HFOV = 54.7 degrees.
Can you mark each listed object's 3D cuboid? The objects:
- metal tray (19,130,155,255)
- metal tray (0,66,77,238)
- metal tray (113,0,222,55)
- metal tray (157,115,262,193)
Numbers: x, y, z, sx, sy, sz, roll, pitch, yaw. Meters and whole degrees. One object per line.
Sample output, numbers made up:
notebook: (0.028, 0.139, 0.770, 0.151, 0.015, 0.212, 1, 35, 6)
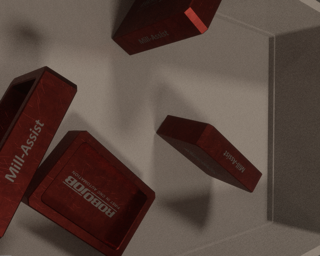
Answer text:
metal tray: (-0.073, 0.075, 0.343, 0.130, 0.030, 0.090, 48, 62, -30)
metal tray: (-0.127, 0.016, 0.258, 0.030, 0.090, 0.130, 34, 69, -35)
metal tray: (0.010, -0.136, 0.348, 0.030, 0.130, 0.090, 39, 66, -34)
metal tray: (0.067, 0.035, 0.420, 0.130, 0.090, 0.030, 40, 76, -33)
